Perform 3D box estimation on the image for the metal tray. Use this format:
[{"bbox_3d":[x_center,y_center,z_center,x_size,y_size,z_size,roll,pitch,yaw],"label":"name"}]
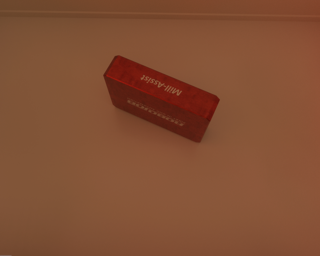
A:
[{"bbox_3d":[0.001,-0.032,0.383,0.130,0.090,0.030,24,72,7],"label":"metal tray"}]
